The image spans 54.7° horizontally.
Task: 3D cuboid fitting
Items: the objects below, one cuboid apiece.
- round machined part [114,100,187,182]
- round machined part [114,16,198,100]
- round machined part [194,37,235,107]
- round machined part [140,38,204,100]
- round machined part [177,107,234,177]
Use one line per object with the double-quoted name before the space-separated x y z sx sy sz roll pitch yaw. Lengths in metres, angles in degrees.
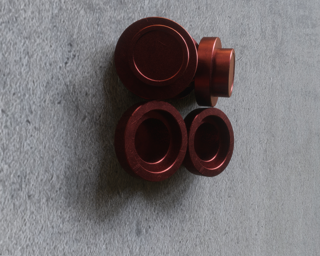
"round machined part" -0.015 0.015 0.384 0.099 0.042 0.097 0 90 -40
"round machined part" -0.004 -0.081 0.363 0.099 0.042 0.097 0 93 -7
"round machined part" 0.081 -0.078 0.437 0.098 0.042 0.097 5 91 -71
"round machined part" 0.020 -0.087 0.413 0.099 0.042 0.097 0 90 -40
"round machined part" 0.060 0.020 0.448 0.099 0.042 0.097 0 90 -40
